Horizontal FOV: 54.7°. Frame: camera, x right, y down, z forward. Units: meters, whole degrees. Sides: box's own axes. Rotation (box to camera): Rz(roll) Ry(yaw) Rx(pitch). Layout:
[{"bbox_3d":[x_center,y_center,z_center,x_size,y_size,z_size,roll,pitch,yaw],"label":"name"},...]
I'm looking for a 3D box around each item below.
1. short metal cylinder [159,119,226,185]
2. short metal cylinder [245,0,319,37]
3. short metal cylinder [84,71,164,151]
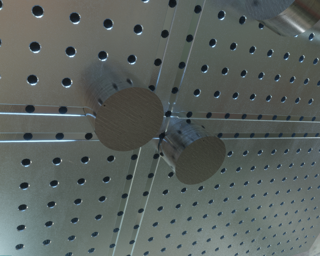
[{"bbox_3d":[0.046,0.034,0.443,0.081,0.050,0.079,-14,125,-21],"label":"short metal cylinder"},{"bbox_3d":[0.149,-0.155,0.363,0.050,0.080,0.080,15,110,-35],"label":"short metal cylinder"},{"bbox_3d":[-0.043,-0.020,0.361,0.081,0.050,0.079,-14,125,-21],"label":"short metal cylinder"}]
